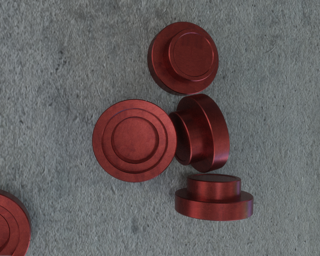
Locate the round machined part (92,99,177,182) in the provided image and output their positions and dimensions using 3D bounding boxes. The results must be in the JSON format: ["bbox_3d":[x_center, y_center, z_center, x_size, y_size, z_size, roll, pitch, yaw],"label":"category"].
[{"bbox_3d":[-0.030,0.014,0.379,0.099,0.042,0.097,0,93,-2],"label":"round machined part"}]

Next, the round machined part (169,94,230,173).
[{"bbox_3d":[0.041,0.009,0.385,0.042,0.098,0.097,-14,95,-20],"label":"round machined part"}]

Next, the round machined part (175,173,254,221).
[{"bbox_3d":[0.068,0.083,0.396,0.099,0.098,0.042,1,90,-20],"label":"round machined part"}]

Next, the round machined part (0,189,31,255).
[{"bbox_3d":[-0.190,0.112,0.330,0.099,0.042,0.097,0,90,-20],"label":"round machined part"}]

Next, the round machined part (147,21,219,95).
[{"bbox_3d":[0.036,-0.093,0.413,0.099,0.042,0.097,0,90,-20],"label":"round machined part"}]
